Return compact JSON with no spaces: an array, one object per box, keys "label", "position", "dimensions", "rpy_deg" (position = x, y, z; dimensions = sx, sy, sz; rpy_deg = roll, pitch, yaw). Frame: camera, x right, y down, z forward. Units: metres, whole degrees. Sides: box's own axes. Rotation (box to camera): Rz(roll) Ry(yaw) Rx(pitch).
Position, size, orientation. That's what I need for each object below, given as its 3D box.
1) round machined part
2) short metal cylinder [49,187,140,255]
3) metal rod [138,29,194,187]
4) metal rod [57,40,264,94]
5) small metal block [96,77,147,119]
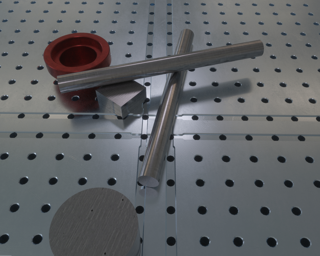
[{"label":"round machined part","position":[-0.125,-0.103,0.482],"dimensions":[0.099,0.042,0.098],"rpy_deg":[0,50,0]},{"label":"short metal cylinder","position":[-0.060,0.106,0.302],"dimensions":[0.080,0.050,0.080],"rpy_deg":[0,50,0]},{"label":"metal rod","position":[0.017,-0.051,0.450],"dimensions":[0.025,0.025,0.300],"rpy_deg":[9,51,7]},{"label":"metal rod","position":[0.008,-0.091,0.450],"dimensions":[0.302,0.025,0.025],"rpy_deg":[-12,51,-10]},{"label":"small metal block","position":[-0.055,-0.047,0.447],"dimensions":[0.050,0.025,0.050],"rpy_deg":[33,57,24]}]
